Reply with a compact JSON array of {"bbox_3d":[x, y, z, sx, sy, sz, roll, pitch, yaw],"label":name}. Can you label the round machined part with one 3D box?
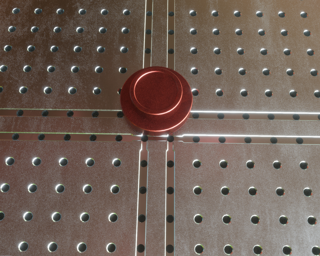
[{"bbox_3d":[-0.005,-0.042,0.418,0.099,0.042,0.098,0,70,0],"label":"round machined part"}]
